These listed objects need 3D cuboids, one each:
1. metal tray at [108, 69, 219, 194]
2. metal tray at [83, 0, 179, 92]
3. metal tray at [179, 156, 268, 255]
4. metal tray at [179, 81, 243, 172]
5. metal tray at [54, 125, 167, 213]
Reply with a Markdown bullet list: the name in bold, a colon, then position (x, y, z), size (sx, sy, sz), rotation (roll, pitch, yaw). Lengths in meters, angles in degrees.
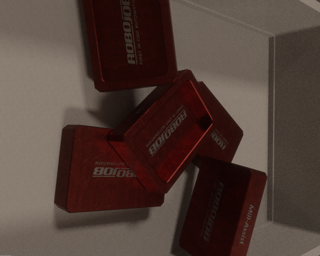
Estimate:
- **metal tray**: position (0.011, 0.002, 0.374), size (0.130, 0.030, 0.090), rotation (-49, 119, -29)
- **metal tray**: position (-0.032, -0.109, 0.340), size (0.030, 0.090, 0.129), rotation (-47, 131, -82)
- **metal tray**: position (0.078, 0.108, 0.401), size (0.030, 0.090, 0.129), rotation (19, 86, -33)
- **metal tray**: position (0.067, 0.005, 0.462), size (0.130, 0.030, 0.090), rotation (44, 63, -31)
- **metal tray**: position (-0.050, 0.047, 0.363), size (0.131, 0.030, 0.089), rotation (8, 85, -40)
